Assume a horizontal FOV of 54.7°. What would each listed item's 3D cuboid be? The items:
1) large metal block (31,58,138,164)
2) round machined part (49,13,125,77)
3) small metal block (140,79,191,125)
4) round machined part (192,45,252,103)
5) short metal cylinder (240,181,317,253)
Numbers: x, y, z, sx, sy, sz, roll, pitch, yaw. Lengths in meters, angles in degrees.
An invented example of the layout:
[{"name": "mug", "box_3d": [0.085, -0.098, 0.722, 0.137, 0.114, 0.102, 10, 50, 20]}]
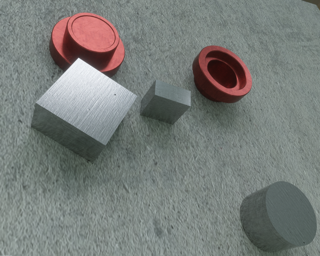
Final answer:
[{"name": "large metal block", "box_3d": [-0.085, -0.020, 0.355, 0.080, 0.050, 0.080, 33, 51, -7]}, {"name": "round machined part", "box_3d": [-0.093, -0.114, 0.413, 0.099, 0.042, 0.098, 14, 56, -21]}, {"name": "small metal block", "box_3d": [0.007, -0.033, 0.413, 0.050, 0.050, 0.025, 16, 55, -20]}, {"name": "round machined part", "box_3d": [0.094, -0.080, 0.495, 0.099, 0.042, 0.098, 14, 56, -21]}, {"name": "short metal cylinder", "box_3d": [0.153, 0.115, 0.402, 0.081, 0.050, 0.080, 14, 56, -21]}]
